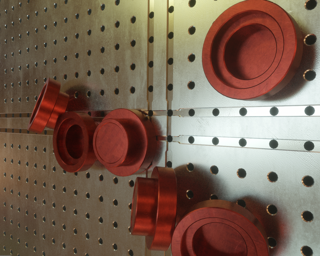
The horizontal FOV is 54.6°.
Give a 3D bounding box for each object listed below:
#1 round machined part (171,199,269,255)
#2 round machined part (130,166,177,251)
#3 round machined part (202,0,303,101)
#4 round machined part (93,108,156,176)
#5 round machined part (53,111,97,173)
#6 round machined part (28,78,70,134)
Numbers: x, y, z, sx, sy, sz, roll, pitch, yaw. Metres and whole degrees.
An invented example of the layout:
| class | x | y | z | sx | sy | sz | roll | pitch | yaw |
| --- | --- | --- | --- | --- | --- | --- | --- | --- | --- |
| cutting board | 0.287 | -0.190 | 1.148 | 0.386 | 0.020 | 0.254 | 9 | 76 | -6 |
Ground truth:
| class | x | y | z | sx | sy | sz | roll | pitch | yaw |
| --- | --- | --- | --- | --- | --- | --- | --- | --- | --- |
| round machined part | 0.065 | 0.122 | 0.331 | 0.098 | 0.042 | 0.097 | 3 | 100 | 18 |
| round machined part | -0.011 | 0.095 | 0.373 | 0.098 | 0.042 | 0.097 | -172 | 89 | -82 |
| round machined part | 0.096 | -0.077 | 0.320 | 0.098 | 0.042 | 0.097 | 0 | 90 | 40 |
| round machined part | -0.057 | 0.020 | 0.442 | 0.098 | 0.042 | 0.097 | 0 | 90 | 35 |
| round machined part | -0.130 | 0.022 | 0.507 | 0.098 | 0.042 | 0.097 | 0 | 90 | 40 |
| round machined part | -0.191 | -0.035 | 0.540 | 0.098 | 0.042 | 0.098 | -42 | 36 | 41 |
